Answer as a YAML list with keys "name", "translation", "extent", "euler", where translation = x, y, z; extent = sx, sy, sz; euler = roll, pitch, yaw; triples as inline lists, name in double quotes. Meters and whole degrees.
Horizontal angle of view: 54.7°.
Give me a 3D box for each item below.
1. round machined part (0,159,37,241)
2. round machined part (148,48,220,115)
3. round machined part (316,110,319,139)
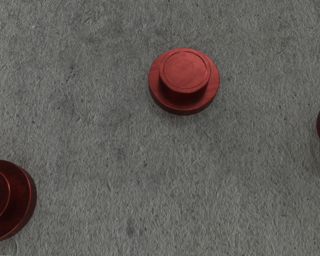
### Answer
- name: "round machined part"
  translation: [-0.203, 0.084, 0.367]
  extent: [0.099, 0.042, 0.098]
  euler: [0, 70, 0]
- name: "round machined part"
  translation: [0.033, -0.070, 0.425]
  extent: [0.099, 0.042, 0.098]
  euler: [0, 70, 0]
- name: "round machined part"
  translation: [0.251, 0.003, 0.399]
  extent: [0.099, 0.042, 0.098]
  euler: [0, 70, 0]
